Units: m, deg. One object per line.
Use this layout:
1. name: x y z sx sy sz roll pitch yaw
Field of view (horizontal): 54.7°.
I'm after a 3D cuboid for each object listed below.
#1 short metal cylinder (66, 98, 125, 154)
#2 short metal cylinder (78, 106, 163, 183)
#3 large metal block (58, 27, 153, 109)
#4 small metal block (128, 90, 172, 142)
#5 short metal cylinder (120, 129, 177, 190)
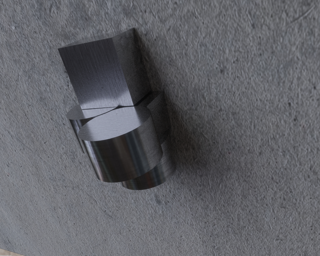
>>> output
1. short metal cylinder: -0.075 -0.007 0.409 0.080 0.080 0.050 -2 117 29
2. short metal cylinder: -0.042 0.015 0.340 0.080 0.080 0.050 -2 117 29
3. large metal block: -0.065 -0.072 0.383 0.080 0.050 0.080 -2 118 29
4. small metal block: -0.011 -0.015 0.391 0.025 0.050 0.050 1 119 28
5. short metal cylinder: -0.023 0.037 0.408 0.080 0.080 0.050 0 118 28
